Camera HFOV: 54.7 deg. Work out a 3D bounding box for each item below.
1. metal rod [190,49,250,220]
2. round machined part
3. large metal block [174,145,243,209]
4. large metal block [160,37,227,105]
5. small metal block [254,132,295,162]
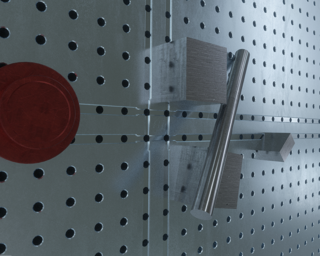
[{"bbox_3d":[0.094,-0.013,0.439,0.025,0.025,0.300,48,47,-30],"label":"metal rod"},{"bbox_3d":[-0.121,-0.014,0.296,0.099,0.042,0.097,0,90,-40],"label":"round machined part"},{"bbox_3d":[0.072,0.072,0.454,0.081,0.050,0.080,14,81,-39],"label":"large metal block"},{"bbox_3d":[0.048,-0.075,0.433,0.081,0.050,0.080,1,90,-40],"label":"large metal block"},{"bbox_3d":[0.211,0.034,0.570,0.050,0.050,0.025,-48,119,-29],"label":"small metal block"}]
